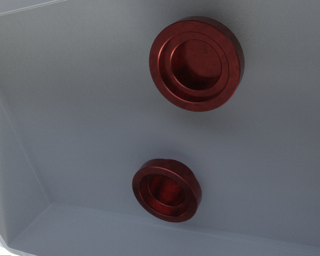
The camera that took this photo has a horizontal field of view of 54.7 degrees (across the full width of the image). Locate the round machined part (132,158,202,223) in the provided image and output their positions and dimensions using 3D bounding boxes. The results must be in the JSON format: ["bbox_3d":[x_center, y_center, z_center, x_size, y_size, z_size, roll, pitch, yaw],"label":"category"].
[{"bbox_3d":[0.013,0.084,0.443,0.098,0.042,0.097,13,124,21],"label":"round machined part"}]

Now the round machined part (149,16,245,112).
[{"bbox_3d":[0.041,-0.070,0.333,0.098,0.042,0.097,13,124,21],"label":"round machined part"}]
